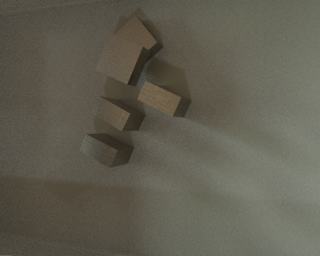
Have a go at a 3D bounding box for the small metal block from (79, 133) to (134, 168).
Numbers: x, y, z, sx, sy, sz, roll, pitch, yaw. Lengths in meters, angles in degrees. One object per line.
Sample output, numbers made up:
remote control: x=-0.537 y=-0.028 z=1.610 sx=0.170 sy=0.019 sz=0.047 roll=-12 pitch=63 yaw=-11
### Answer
small metal block: x=-0.071 y=0.029 z=0.421 sx=0.050 sy=0.050 sz=0.025 roll=25 pitch=98 yaw=18

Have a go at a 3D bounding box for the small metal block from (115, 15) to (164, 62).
small metal block: x=-0.033 y=-0.115 z=0.421 sx=0.050 sy=0.025 sz=0.050 roll=-40 pitch=78 yaw=15

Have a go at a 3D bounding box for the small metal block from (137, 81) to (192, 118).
small metal block: x=0.007 y=-0.036 z=0.394 sx=0.050 sy=0.050 sz=0.025 roll=27 pitch=99 yaw=17

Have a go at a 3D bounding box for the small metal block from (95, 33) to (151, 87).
small metal block: x=-0.048 y=-0.087 z=0.400 sx=0.050 sy=0.025 sz=0.050 roll=26 pitch=99 yaw=17

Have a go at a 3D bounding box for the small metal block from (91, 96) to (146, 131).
small metal block: x=-0.055 y=-0.019 z=0.415 sx=0.050 sy=0.050 sz=0.025 roll=29 pitch=100 yaw=17
